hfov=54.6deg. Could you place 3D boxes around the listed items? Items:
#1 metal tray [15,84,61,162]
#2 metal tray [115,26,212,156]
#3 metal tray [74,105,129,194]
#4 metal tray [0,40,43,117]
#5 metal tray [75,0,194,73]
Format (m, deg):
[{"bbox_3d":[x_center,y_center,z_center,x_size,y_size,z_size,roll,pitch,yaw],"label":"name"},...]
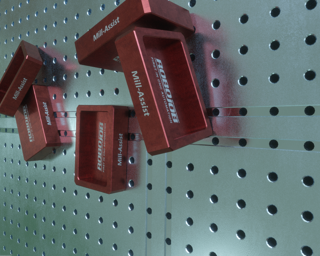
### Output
[{"bbox_3d":[-0.245,-0.009,0.611,0.090,0.030,0.130,-30,72,36],"label":"metal tray"},{"bbox_3d":[0.008,-0.043,0.347,0.030,0.091,0.129,-17,89,39],"label":"metal tray"},{"bbox_3d":[-0.093,0.029,0.484,0.090,0.030,0.129,4,92,40],"label":"metal tray"},{"bbox_3d":[-0.281,-0.098,0.611,0.129,0.030,0.090,-54,42,15],"label":"metal tray"},{"bbox_3d":[-0.034,-0.115,0.396,0.130,0.091,0.030,-22,76,38],"label":"metal tray"}]
